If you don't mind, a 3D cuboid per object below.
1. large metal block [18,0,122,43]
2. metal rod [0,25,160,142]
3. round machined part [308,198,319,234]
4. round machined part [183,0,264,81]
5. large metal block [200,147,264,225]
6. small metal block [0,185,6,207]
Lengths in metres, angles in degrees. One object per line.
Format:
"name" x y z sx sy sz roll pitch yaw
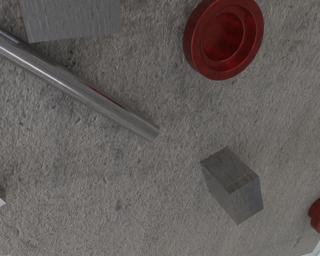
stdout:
"large metal block" -0.082 -0.125 0.268 0.081 0.050 0.079 -14 124 -21
"metal rod" -0.109 -0.056 0.311 0.301 0.025 0.025 33 100 -38
"round machined part" 0.394 0.199 0.735 0.099 0.042 0.097 -14 124 -21
"round machined part" 0.070 -0.109 0.366 0.099 0.042 0.097 -14 124 -21
"large metal block" 0.113 0.090 0.489 0.050 0.080 0.080 -29 128 -10
"small metal block" -0.208 0.074 0.339 0.050 0.025 0.050 -32 129 -7
